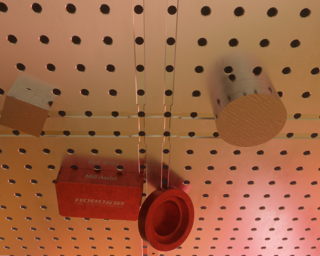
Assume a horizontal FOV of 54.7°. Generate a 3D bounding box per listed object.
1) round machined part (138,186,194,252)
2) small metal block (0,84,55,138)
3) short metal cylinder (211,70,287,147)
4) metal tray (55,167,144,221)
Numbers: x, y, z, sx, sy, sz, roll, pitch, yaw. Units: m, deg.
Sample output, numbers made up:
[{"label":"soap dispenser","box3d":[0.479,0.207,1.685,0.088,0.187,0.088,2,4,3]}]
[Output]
[{"label":"round machined part","box3d":[0.005,0.143,0.499,0.098,0.098,0.042,42,157,-30]},{"label":"small metal block","box3d":[-0.168,-0.021,0.391,0.050,0.025,0.050,21,127,-18]},{"label":"short metal cylinder","box3d":[0.106,-0.023,0.378,0.081,0.050,0.079,0,130,0]},{"label":"metal tray","box3d":[-0.095,0.109,0.500,0.131,0.030,0.089,5,130,-5]}]
